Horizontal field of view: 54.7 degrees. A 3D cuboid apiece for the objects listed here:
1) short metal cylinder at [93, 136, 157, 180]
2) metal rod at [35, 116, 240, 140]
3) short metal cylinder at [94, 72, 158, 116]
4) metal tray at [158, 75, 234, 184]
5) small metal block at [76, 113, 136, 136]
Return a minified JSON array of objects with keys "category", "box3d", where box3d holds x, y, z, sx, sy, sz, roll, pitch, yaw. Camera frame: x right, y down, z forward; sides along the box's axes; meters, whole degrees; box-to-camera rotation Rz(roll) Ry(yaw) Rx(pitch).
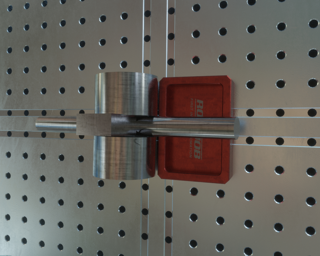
[{"category":"short metal cylinder","box3d":[-0.045,0.035,0.399,0.080,0.080,0.050,2,91,20]},{"category":"metal rod","box3d":[-0.049,-0.003,0.405,0.300,0.025,0.025,1,91,28]},{"category":"short metal cylinder","box3d":[-0.043,-0.040,0.397,0.080,0.080,0.050,1,91,20]},{"category":"metal tray","box3d":[0.045,0.001,0.394,0.090,0.030,0.129,1,90,19]},{"category":"small metal block","box3d":[-0.063,-0.004,0.371,0.050,0.050,0.025,1,91,28]}]
